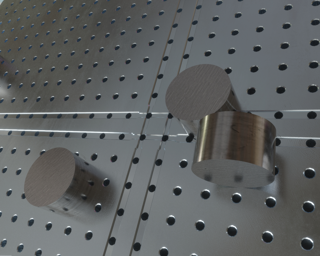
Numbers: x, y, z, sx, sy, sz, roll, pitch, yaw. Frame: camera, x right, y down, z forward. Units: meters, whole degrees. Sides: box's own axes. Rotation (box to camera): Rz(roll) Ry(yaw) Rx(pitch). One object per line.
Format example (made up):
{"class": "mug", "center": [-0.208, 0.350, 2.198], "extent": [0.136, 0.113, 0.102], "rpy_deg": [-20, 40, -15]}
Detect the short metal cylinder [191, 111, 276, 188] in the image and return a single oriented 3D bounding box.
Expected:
{"class": "short metal cylinder", "center": [0.076, 0.024, 0.318], "extent": [0.080, 0.080, 0.050], "rpy_deg": [-2, 61, 27]}

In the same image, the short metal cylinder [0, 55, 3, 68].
{"class": "short metal cylinder", "center": [-0.402, -0.148, 0.689], "extent": [0.080, 0.050, 0.080], "rpy_deg": [-13, 56, 20]}

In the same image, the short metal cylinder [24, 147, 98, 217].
{"class": "short metal cylinder", "center": [-0.131, 0.073, 0.414], "extent": [0.080, 0.050, 0.080], "rpy_deg": [-13, 56, 20]}

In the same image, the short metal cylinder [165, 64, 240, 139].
{"class": "short metal cylinder", "center": [0.053, -0.032, 0.383], "extent": [0.080, 0.050, 0.080], "rpy_deg": [-13, 56, 20]}
